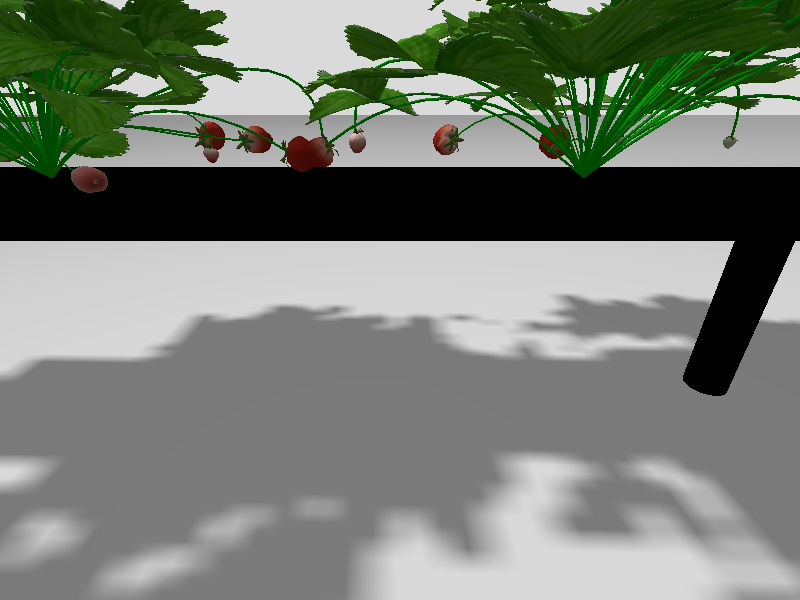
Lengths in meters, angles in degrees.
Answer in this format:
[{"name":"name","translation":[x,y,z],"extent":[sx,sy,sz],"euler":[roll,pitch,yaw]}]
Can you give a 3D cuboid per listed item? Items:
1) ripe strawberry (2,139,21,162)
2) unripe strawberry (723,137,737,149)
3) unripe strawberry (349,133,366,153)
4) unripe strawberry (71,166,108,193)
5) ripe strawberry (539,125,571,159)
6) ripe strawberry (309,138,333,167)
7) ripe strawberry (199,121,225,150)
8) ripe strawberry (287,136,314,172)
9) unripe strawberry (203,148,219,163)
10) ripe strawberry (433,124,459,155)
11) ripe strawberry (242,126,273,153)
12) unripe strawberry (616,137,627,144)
[{"name":"ripe strawberry","translation":[-0.418,-0.163,0.419],"extent":[0.035,0.034,0.038],"euler":[19,32,34]},{"name":"unripe strawberry","translation":[0.349,-0.167,0.425],"extent":[0.010,0.011,0.011],"euler":[-13,29,-25]},{"name":"unripe strawberry","translation":[-0.053,-0.194,0.495],"extent":[0.020,0.024,0.024],"euler":[21,33,36]},{"name":"unripe strawberry","translation":[-0.211,-0.082,0.273],"extent":[0.020,0.017,0.020],"euler":[21,33,34]},{"name":"ripe strawberry","translation":[0.178,-0.183,0.463],"extent":[0.034,0.036,0.037],"euler":[4,26,8]},{"name":"ripe strawberry","translation":[-0.076,-0.135,0.371],"extent":[0.028,0.027,0.030],"euler":[-29,17,23]},{"name":"ripe strawberry","translation":[-0.238,-0.209,0.513],"extent":[0.031,0.036,0.034],"euler":[7,26,14]},{"name":"ripe strawberry","translation":[-0.087,-0.133,0.366],"extent":[0.032,0.031,0.029],"euler":[0,26,-11]},{"name":"unripe strawberry","translation":[-0.196,-0.151,0.418],"extent":[0.015,0.015,0.016],"euler":[-22,34,-38]},{"name":"ripe strawberry","translation":[0.053,-0.189,0.473],"extent":[0.030,0.034,0.032],"euler":[-16,25,-29]},{"name":"ripe strawberry","translation":[-0.172,-0.195,0.486],"extent":[0.036,0.031,0.036],"euler":[17,31,31]},{"name":"unripe strawberry","translation":[0.282,-0.201,0.511],"extent":[0.013,0.014,0.014],"euler":[16,30,29]}]
